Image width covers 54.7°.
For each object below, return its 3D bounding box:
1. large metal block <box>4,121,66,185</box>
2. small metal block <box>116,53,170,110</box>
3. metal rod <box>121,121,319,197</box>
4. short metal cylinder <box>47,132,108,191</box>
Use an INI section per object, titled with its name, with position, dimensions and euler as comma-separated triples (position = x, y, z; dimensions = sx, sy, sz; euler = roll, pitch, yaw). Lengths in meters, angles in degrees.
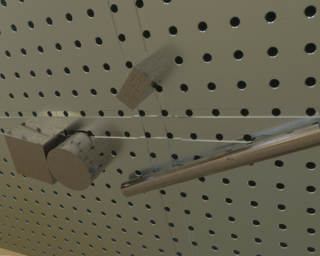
[large metal block]
position = -0.204, 0.041, 0.525
dimensions = 0.080, 0.050, 0.079
euler = 12, 123, 21
[small metal block]
position = -0.020, -0.056, 0.370
dimensions = 0.025, 0.050, 0.050
euler = 39, 129, 1
[metal rod]
position = 0.058, 0.051, 0.411
dimensions = 0.299, 0.025, 0.025
euler = -23, 106, 36
[short metal cylinder]
position = -0.131, 0.053, 0.494
dimensions = 0.080, 0.050, 0.079
euler = 13, 124, 20
